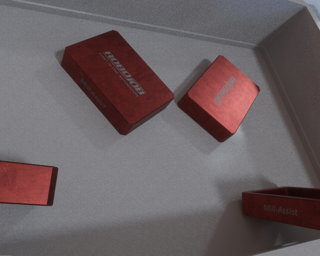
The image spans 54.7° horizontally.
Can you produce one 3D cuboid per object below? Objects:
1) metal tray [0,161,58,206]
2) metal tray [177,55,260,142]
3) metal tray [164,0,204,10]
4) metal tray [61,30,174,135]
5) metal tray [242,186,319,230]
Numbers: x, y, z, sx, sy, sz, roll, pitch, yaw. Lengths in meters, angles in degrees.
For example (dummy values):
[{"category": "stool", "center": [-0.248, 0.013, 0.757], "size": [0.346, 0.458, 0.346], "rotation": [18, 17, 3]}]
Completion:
[{"category": "metal tray", "center": [-0.157, 0.042, 0.249], "size": [0.131, 0.090, 0.030], "rotation": [10, 75, -24]}, {"category": "metal tray", "center": [0.096, -0.050, 0.487], "size": [0.090, 0.030, 0.131], "rotation": [41, 51, -1]}, {"category": "metal tray", "center": [0.028, -0.257, 0.555], "size": [0.090, 0.030, 0.131], "rotation": [40, 37, 4]}, {"category": "metal tray", "center": [-0.055, -0.064, 0.413], "size": [0.130, 0.030, 0.091], "rotation": [49, 51, 6]}, {"category": "metal tray", "center": [0.177, 0.094, 0.378], "size": [0.091, 0.130, 0.030], "rotation": [0, 84, -29]}]
